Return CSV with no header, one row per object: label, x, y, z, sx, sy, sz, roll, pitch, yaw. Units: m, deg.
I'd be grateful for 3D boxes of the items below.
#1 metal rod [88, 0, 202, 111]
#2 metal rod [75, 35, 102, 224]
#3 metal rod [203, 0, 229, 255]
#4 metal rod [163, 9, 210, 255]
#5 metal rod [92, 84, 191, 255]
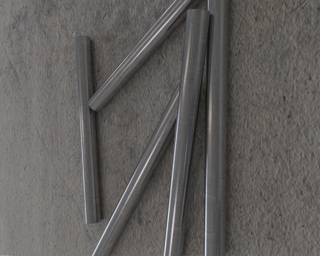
metal rod,-0.007,-0.120,0.410,0.299,0.025,0.025,-41,65,32
metal rod,-0.116,0.001,0.500,0.025,0.025,0.298,-7,86,40
metal rod,0.064,-0.002,0.352,0.025,0.025,0.298,1,91,40
metal rod,0.029,0.019,0.365,0.025,0.025,0.298,14,104,39
metal rod,-0.031,0.076,0.430,0.025,0.025,0.298,41,115,32
